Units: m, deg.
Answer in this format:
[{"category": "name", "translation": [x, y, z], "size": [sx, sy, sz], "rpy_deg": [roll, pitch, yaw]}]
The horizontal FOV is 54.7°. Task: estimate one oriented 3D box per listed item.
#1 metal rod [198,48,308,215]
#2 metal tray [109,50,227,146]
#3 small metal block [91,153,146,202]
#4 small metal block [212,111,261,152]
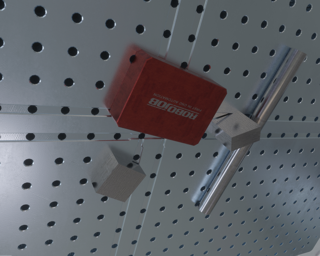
[{"category": "metal rod", "translation": [0.140, 0.016, 0.496], "size": [0.025, 0.025, 0.298], "rpy_deg": [14, 111, -34]}, {"category": "metal tray", "translation": [0.013, -0.033, 0.395], "size": [0.131, 0.030, 0.089], "rpy_deg": [16, 110, -35]}, {"category": "small metal block", "translation": [-0.056, 0.069, 0.423], "size": [0.050, 0.025, 0.050], "rpy_deg": [31, 101, -38]}, {"category": "small metal block", "translation": [0.112, 0.004, 0.458], "size": [0.050, 0.050, 0.025], "rpy_deg": [-19, 126, -18]}]
